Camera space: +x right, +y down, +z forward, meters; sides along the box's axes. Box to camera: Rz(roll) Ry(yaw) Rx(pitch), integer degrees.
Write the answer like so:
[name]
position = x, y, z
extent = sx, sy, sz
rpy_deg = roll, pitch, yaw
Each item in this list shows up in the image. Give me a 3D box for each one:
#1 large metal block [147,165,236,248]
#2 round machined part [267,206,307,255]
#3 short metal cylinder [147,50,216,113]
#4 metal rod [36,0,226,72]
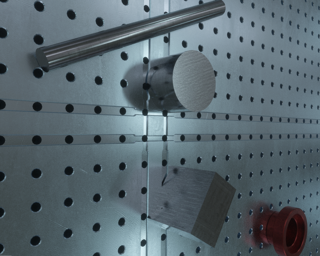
[large metal block]
position = 0.042, 0.101, 0.411
extent = 0.050, 0.080, 0.080
rpy_deg = 41, 65, -33
[round machined part]
position = 0.247, 0.203, 0.610
extent = 0.099, 0.042, 0.097
rpy_deg = -1, 91, -40
[short metal cylinder]
position = 0.030, -0.061, 0.420
extent = 0.081, 0.050, 0.079
rpy_deg = 0, 90, -40
[metal rod]
position = -0.012, -0.129, 0.400
extent = 0.302, 0.025, 0.025
rpy_deg = -30, 109, -36
